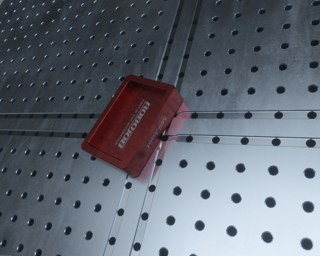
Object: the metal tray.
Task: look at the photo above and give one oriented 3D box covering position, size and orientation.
[{"bbox_3d":[-0.039,-0.007,0.428,0.090,0.030,0.130,20,72,35],"label":"metal tray"}]
